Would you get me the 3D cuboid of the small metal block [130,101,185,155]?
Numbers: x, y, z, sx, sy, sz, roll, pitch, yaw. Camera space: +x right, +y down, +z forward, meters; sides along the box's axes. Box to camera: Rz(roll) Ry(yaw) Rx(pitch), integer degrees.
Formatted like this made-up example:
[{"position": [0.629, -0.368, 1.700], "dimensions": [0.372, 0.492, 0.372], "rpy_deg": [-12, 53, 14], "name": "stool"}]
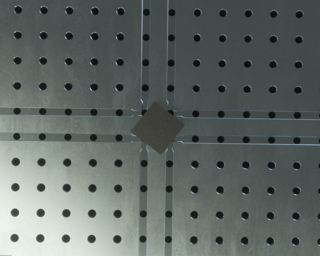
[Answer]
[{"position": [-0.003, 0.000, 0.413], "dimensions": [0.050, 0.025, 0.050], "rpy_deg": [38, 90, -1], "name": "small metal block"}]
